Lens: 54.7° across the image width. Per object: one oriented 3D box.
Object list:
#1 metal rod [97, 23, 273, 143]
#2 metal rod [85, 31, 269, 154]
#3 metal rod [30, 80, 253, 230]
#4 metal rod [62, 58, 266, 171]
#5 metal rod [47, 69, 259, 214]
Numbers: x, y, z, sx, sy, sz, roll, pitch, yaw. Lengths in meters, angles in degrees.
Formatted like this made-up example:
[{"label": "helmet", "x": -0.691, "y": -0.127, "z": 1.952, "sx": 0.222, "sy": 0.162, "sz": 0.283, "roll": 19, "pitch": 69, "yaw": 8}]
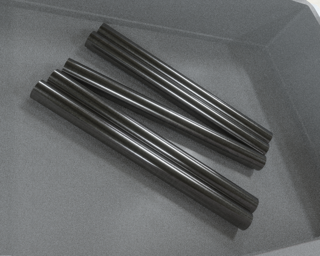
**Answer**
[{"label": "metal rod", "x": 0.041, "y": -0.061, "z": 0.463, "sx": 0.301, "sy": 0.025, "sz": 0.025, "roll": 32, "pitch": 52, "yaw": -8}, {"label": "metal rod", "x": 0.030, "y": -0.045, "z": 0.447, "sx": 0.301, "sy": 0.025, "sz": 0.025, "roll": 32, "pitch": 52, "yaw": -8}, {"label": "metal rod", "x": -0.016, "y": 0.036, "z": 0.373, "sx": 0.301, "sy": 0.025, "sz": 0.025, "roll": 33, "pitch": 51, "yaw": -7}, {"label": "metal rod", "x": 0.014, "y": -0.013, "z": 0.419, "sx": 0.301, "sy": 0.025, "sz": 0.025, "roll": 26, "pitch": 53, "yaw": -12}, {"label": "metal rod", "x": -0.004, "y": 0.021, "z": 0.389, "sx": 0.301, "sy": 0.025, "sz": 0.025, "roll": 33, "pitch": 51, "yaw": -7}]
